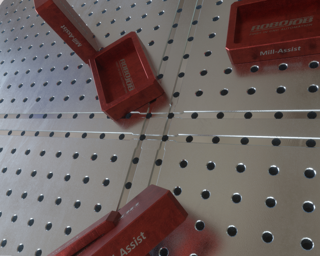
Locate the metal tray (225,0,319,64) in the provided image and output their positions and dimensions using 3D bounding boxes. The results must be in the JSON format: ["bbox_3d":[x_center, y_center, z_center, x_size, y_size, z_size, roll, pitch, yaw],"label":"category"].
[{"bbox_3d":[0.157,-0.135,0.404,0.130,0.030,0.090,-2,61,26],"label":"metal tray"}]

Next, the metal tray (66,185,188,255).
[{"bbox_3d":[-0.041,0.110,0.304,0.131,0.090,0.030,-37,92,-14],"label":"metal tray"}]

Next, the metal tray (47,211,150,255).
[{"bbox_3d":[-0.073,0.158,0.313,0.130,0.030,0.090,-35,91,4],"label":"metal tray"}]

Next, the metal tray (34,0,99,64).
[{"bbox_3d":[-0.160,-0.182,0.534,0.030,0.130,0.090,-31,52,8],"label":"metal tray"}]

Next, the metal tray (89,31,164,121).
[{"bbox_3d":[-0.056,-0.084,0.484,0.090,0.030,0.130,-28,52,9],"label":"metal tray"}]
